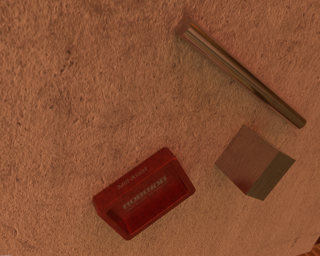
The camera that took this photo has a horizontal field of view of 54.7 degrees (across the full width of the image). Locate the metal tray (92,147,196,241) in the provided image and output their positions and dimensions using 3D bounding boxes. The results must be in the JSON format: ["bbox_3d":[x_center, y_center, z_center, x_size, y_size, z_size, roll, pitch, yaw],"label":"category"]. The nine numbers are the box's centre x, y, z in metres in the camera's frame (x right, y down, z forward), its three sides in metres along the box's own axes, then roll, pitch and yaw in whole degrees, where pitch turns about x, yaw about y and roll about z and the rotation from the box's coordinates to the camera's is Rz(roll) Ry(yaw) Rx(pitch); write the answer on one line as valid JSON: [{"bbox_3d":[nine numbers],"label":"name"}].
[{"bbox_3d":[-0.020,0.098,0.455,0.130,0.030,0.090,-35,129,-5],"label":"metal tray"}]

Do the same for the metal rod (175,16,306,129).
[{"bbox_3d":[0.133,-0.063,0.443,0.301,0.025,0.025,26,104,-38],"label":"metal rod"}]

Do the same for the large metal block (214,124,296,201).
[{"bbox_3d":[0.147,0.054,0.487,0.050,0.080,0.080,25,105,-37],"label":"large metal block"}]
